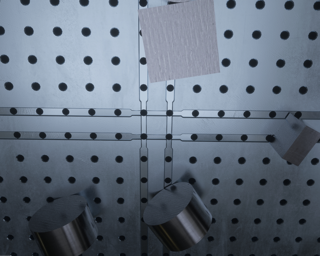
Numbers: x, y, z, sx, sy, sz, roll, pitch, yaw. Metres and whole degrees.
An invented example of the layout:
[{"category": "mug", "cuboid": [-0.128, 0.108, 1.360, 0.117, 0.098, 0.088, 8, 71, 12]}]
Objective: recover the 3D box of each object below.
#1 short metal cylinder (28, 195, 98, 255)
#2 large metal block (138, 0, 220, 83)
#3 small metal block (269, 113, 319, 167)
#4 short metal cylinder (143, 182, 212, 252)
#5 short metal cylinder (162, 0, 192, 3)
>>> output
[{"category": "short metal cylinder", "cuboid": [-0.134, 0.138, 0.434, 0.080, 0.080, 0.050, -13, 110, 5]}, {"category": "large metal block", "cuboid": [0.022, -0.103, 0.362, 0.080, 0.050, 0.079, -8, 110, 3]}, {"category": "small metal block", "cuboid": [0.176, 0.014, 0.407, 0.025, 0.050, 0.050, 27, 108, -10]}, {"category": "short metal cylinder", "cuboid": [0.024, 0.121, 0.429, 0.080, 0.080, 0.050, -31, 107, 10]}, {"category": "short metal cylinder", "cuboid": [0.020, -0.178, 0.335, 0.081, 0.050, 0.079, 0, 110, 0]}]
